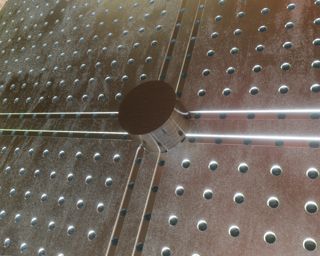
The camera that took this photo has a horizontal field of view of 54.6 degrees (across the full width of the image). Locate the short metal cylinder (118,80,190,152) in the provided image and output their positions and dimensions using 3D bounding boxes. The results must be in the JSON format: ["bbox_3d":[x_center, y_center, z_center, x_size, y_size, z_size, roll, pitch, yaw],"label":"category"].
[{"bbox_3d":[-0.007,-0.015,0.406,0.080,0.050,0.080,-13,56,21],"label":"short metal cylinder"}]
